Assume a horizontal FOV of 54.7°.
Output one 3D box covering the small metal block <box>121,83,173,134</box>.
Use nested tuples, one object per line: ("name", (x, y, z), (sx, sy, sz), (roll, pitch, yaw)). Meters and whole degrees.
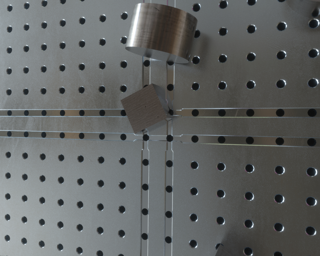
("small metal block", (-0.018, -0.025, 0.419), (0.050, 0.025, 0.050), (-26, 82, 18))

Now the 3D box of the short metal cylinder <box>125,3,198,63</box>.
("short metal cylinder", (0.002, -0.114, 0.383), (0.080, 0.080, 0.050), (14, 95, 19))

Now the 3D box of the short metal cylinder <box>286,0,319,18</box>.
("short metal cylinder", (0.178, -0.168, 0.336), (0.080, 0.050, 0.079), (0, 90, 20))

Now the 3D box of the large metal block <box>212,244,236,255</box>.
("large metal block", (0.063, 0.196, 0.361), (0.050, 0.080, 0.080), (36, 101, 16))
